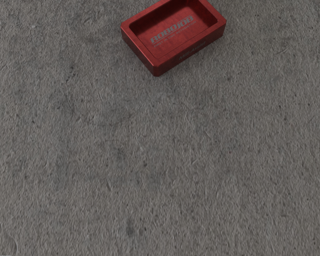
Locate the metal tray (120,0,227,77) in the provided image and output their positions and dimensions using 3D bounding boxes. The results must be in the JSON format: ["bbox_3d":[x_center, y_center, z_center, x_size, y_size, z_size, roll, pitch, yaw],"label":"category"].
[{"bbox_3d":[0.020,-0.146,0.458,0.131,0.030,0.090,-34,74,-12],"label":"metal tray"}]
